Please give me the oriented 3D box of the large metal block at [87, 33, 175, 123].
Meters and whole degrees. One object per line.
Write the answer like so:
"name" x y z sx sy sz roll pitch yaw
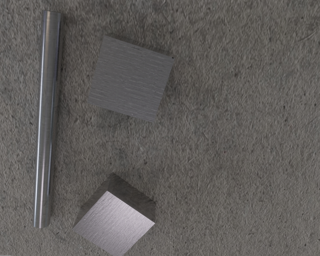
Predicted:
"large metal block" -0.034 -0.062 0.373 0.080 0.050 0.079 17 109 -6

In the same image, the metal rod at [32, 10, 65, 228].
"metal rod" -0.150 0.003 0.409 0.025 0.025 0.298 9 110 -4

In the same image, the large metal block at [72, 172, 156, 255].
"large metal block" -0.063 0.125 0.442 0.080 0.050 0.080 38 106 -13
